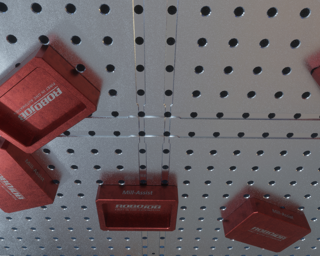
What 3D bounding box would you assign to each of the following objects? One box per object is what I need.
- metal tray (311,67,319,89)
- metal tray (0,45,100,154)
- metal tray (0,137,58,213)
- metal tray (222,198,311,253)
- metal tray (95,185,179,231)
[{"bbox_3d":[0.257,-0.042,0.376,0.090,0.030,0.130,-32,124,24],"label":"metal tray"},{"bbox_3d":[-0.151,-0.029,0.380,0.130,0.030,0.090,-30,124,23],"label":"metal tray"},{"bbox_3d":[-0.228,0.074,0.468,0.090,0.030,0.129,-15,129,11],"label":"metal tray"},{"bbox_3d":[0.193,0.180,0.565,0.131,0.030,0.089,22,127,-18],"label":"metal tray"},{"bbox_3d":[-0.037,0.137,0.524,0.131,0.030,0.089,1,130,-2],"label":"metal tray"}]
